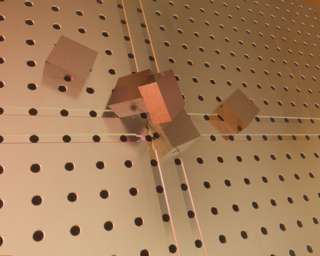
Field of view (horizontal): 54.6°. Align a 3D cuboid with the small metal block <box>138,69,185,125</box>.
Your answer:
[{"bbox_3d":[0.004,-0.039,0.383,0.050,0.025,0.050,-49,123,-54],"label":"small metal block"}]

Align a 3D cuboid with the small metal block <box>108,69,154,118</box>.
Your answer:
[{"bbox_3d":[-0.033,-0.044,0.398,0.025,0.050,0.050,51,40,-41],"label":"small metal block"}]

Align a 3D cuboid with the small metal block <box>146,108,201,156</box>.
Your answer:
[{"bbox_3d":[0.018,0.003,0.416,0.050,0.025,0.050,-20,73,-35],"label":"small metal block"}]

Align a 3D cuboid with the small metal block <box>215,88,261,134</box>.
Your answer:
[{"bbox_3d":[0.123,-0.028,0.491,0.050,0.025,0.050,46,51,4],"label":"small metal block"}]

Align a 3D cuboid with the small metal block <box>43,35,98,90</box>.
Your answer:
[{"bbox_3d":[-0.114,-0.084,0.398,0.050,0.025,0.050,24,53,-14],"label":"small metal block"}]
